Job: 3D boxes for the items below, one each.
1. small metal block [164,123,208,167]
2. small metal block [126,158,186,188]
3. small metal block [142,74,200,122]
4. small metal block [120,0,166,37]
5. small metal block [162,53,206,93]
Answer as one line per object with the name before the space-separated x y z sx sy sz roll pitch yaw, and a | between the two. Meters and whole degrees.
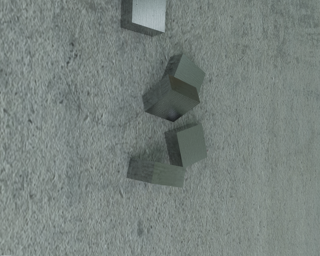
small metal block | 0.037 0.024 0.436 0.050 0.025 0.050 -19 102 -38
small metal block | -0.005 0.056 0.384 0.050 0.050 0.025 16 80 -39
small metal block | 0.014 -0.036 0.396 0.050 0.050 0.025 19 48 -39
small metal block | -0.020 -0.147 0.387 0.050 0.025 0.050 3 88 -40
small metal block | 0.032 -0.067 0.431 0.050 0.025 0.050 33 70 -35
